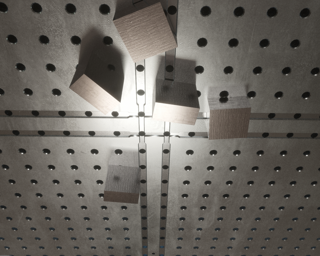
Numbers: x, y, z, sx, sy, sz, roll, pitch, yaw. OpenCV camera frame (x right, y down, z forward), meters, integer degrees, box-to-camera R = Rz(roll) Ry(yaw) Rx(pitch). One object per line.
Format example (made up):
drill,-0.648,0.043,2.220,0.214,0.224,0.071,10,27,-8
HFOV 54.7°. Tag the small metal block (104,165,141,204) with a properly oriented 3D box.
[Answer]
small metal block,-0.056,0.084,0.466,0.050,0.050,0.025,6,130,-6

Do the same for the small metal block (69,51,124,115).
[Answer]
small metal block,-0.070,-0.051,0.351,0.025,0.050,0.050,-35,122,26

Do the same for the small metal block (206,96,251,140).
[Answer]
small metal block,0.088,-0.013,0.402,0.050,0.025,0.050,-4,130,2

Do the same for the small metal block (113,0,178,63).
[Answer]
small metal block,-0.014,-0.103,0.324,0.050,0.025,0.050,-17,128,13

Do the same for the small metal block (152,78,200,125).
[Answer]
small metal block,0.018,-0.032,0.369,0.050,0.050,0.025,7,130,-7
